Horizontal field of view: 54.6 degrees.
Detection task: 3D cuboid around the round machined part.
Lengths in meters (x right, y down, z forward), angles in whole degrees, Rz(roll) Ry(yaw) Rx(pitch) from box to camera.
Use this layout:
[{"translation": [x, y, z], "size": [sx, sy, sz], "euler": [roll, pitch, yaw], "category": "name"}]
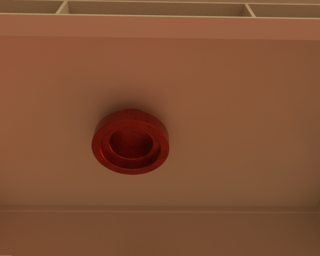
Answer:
[{"translation": [-0.037, 0.014, 0.409], "size": [0.099, 0.042, 0.097], "euler": [0, 130, 0], "category": "round machined part"}]
